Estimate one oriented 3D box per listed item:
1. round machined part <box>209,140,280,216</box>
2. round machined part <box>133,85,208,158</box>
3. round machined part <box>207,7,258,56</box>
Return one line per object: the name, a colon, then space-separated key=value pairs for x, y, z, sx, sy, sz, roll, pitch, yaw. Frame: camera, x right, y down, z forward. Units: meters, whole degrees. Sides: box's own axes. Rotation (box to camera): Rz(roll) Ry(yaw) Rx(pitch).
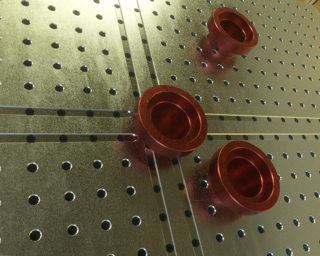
round machined part: x=0.107 y=0.069 z=0.415 sx=0.099 sy=0.042 sz=0.098 roll=14 pitch=56 yaw=-21
round machined part: x=0.010 y=-0.005 z=0.407 sx=0.099 sy=0.042 sz=0.098 roll=14 pitch=56 yaw=-21
round machined part: x=0.129 y=-0.173 z=0.575 sx=0.099 sy=0.042 sz=0.098 roll=14 pitch=56 yaw=-21
